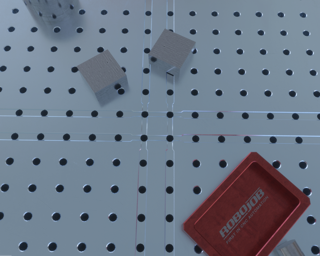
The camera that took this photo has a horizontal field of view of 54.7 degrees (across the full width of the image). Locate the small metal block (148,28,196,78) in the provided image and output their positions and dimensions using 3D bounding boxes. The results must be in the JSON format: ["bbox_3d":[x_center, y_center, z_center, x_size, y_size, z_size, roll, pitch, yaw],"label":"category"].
[{"bbox_3d":[0.018,-0.109,0.452,0.050,0.025,0.050,27,72,9],"label":"small metal block"}]

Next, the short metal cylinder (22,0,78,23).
[{"bbox_3d":[-0.172,-0.210,0.474,0.081,0.050,0.080,0,70,0],"label":"short metal cylinder"}]

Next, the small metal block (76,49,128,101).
[{"bbox_3d":[-0.081,-0.075,0.438,0.050,0.025,0.050,-32,73,-11],"label":"small metal block"}]

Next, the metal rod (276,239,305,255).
[{"bbox_3d":[0.215,0.262,0.317,0.025,0.025,0.299,-26,72,-9],"label":"metal rod"}]

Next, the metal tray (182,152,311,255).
[{"bbox_3d":[0.102,0.104,0.371,0.130,0.030,0.090,-43,76,-14],"label":"metal tray"}]
